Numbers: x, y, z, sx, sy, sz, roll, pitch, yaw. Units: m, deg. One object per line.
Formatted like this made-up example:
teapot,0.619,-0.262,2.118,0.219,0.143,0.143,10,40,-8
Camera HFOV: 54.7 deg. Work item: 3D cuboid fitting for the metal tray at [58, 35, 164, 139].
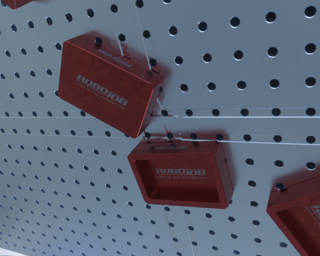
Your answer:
metal tray,-0.069,-0.054,0.410,0.130,0.030,0.089,28,128,9

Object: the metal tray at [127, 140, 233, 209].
metal tray,0.027,0.065,0.432,0.130,0.030,0.089,-4,117,29

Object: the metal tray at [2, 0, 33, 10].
metal tray,-0.208,-0.218,0.365,0.130,0.030,0.090,41,143,-1

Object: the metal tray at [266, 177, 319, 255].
metal tray,0.205,0.124,0.376,0.090,0.030,0.130,-32,101,38
